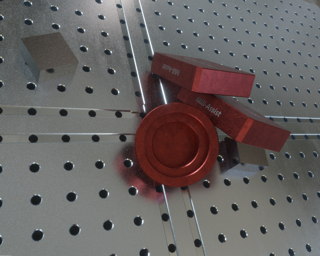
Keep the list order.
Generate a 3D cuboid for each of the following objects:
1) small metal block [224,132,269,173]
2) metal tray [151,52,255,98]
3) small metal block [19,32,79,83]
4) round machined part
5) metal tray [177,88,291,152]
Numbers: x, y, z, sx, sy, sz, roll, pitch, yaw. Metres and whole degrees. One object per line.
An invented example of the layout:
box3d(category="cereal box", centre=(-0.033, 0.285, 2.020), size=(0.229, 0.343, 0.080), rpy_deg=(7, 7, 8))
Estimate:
box3d(category="small metal block", centre=(0.126, 0.035, 0.454), size=(0.050, 0.025, 0.050), rpy_deg=(10, 58, -23))
box3d(category="metal tray", centre=(0.054, -0.076, 0.430), size=(0.091, 0.030, 0.130), rpy_deg=(2, 20, -28))
box3d(category="small metal block", centre=(-0.139, -0.089, 0.388), size=(0.050, 0.025, 0.050), rpy_deg=(-25, 76, -37))
box3d(category="round machined part", centre=(0.018, 0.020, 0.376), size=(0.099, 0.042, 0.097), rpy_deg=(0, 86, -7))
box3d(category="metal tray", centre=(0.093, -0.019, 0.409), size=(0.091, 0.030, 0.130), rpy_deg=(13, 20, -39))
